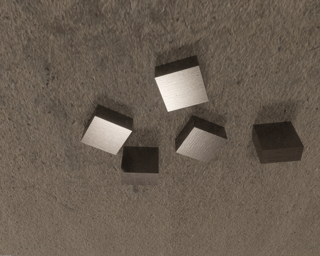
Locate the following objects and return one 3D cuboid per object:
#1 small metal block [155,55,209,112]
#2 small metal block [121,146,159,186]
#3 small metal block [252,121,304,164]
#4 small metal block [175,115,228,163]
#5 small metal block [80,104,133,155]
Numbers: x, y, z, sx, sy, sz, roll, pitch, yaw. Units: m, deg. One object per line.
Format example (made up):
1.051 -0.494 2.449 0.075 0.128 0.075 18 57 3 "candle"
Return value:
0.026 -0.052 0.364 0.050 0.025 0.050 -14 129 11 "small metal block"
-0.028 0.053 0.435 0.050 0.050 0.025 2 130 -3 "small metal block"
0.154 0.019 0.409 0.050 0.050 0.025 -5 130 4 "small metal block"
0.055 0.016 0.422 0.050 0.025 0.050 20 127 -17 "small metal block"
-0.070 0.003 0.409 0.050 0.025 0.050 23 126 -19 "small metal block"
